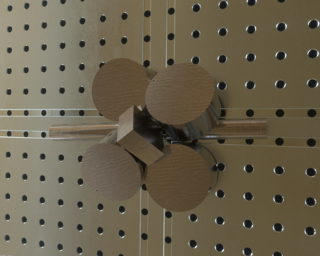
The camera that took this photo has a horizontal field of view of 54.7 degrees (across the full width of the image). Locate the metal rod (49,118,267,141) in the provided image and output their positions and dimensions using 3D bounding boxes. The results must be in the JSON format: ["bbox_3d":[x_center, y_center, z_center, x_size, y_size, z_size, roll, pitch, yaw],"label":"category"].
[{"bbox_3d":[-0.016,0.004,0.414,0.301,0.025,0.025,-1,90,19],"label":"metal rod"}]

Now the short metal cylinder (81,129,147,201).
[{"bbox_3d":[-0.053,0.046,0.401,0.080,0.050,0.079,6,112,16],"label":"short metal cylinder"}]

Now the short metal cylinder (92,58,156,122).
[{"bbox_3d":[-0.042,-0.048,0.410,0.080,0.050,0.079,0,90,20],"label":"short metal cylinder"}]

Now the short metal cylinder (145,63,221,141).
[{"bbox_3d":[0.029,-0.030,0.371,0.080,0.050,0.080,-8,64,17],"label":"short metal cylinder"}]

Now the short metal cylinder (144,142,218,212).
[{"bbox_3d":[0.027,0.058,0.385,0.080,0.050,0.079,0,90,20],"label":"short metal cylinder"}]

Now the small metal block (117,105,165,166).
[{"bbox_3d":[-0.022,0.008,0.365,0.025,0.050,0.050,-38,120,22],"label":"small metal block"}]
